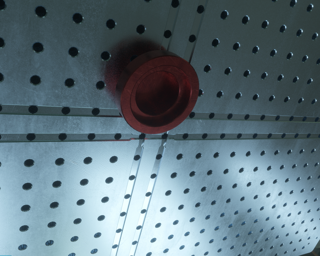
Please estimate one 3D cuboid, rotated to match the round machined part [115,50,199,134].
[{"bbox_3d":[-0.006,-0.045,0.368,0.099,0.042,0.097,-14,124,-21],"label":"round machined part"}]
